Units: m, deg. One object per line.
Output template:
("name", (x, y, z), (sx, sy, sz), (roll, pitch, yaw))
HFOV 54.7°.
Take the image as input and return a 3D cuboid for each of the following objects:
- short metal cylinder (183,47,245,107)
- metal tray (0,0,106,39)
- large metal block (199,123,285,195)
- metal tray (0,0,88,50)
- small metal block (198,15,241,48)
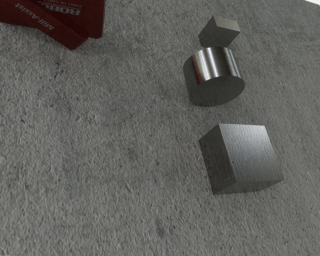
("short metal cylinder", (0.078, -0.073, 0.455), (0.081, 0.080, 0.050), (3, 60, -27))
("metal tray", (-0.132, -0.158, 0.369), (0.131, 0.090, 0.030), (7, 63, -10))
("large metal block", (0.108, 0.042, 0.420), (0.081, 0.050, 0.080), (2, 61, -27))
("metal tray", (-0.148, -0.170, 0.392), (0.131, 0.030, 0.090), (30, 47, -40))
("small metal block", (0.104, -0.165, 0.544), (0.050, 0.050, 0.025), (3, 61, -27))
